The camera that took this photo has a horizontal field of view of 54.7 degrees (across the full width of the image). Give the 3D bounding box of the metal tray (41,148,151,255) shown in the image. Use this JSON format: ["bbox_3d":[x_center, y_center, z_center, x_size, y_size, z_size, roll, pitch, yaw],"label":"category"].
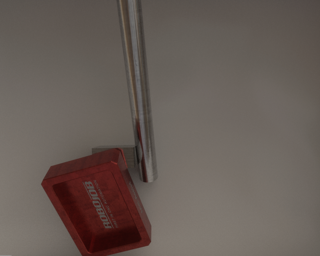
[{"bbox_3d":[-0.072,0.096,0.378,0.090,0.030,0.129,-16,114,6],"label":"metal tray"}]

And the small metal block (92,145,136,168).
[{"bbox_3d":[-0.057,0.036,0.398,0.050,0.050,0.025,-1,90,-1],"label":"small metal block"}]

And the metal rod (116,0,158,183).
[{"bbox_3d":[-0.027,-0.068,0.348,0.025,0.025,0.298,-5,116,0],"label":"metal rod"}]
